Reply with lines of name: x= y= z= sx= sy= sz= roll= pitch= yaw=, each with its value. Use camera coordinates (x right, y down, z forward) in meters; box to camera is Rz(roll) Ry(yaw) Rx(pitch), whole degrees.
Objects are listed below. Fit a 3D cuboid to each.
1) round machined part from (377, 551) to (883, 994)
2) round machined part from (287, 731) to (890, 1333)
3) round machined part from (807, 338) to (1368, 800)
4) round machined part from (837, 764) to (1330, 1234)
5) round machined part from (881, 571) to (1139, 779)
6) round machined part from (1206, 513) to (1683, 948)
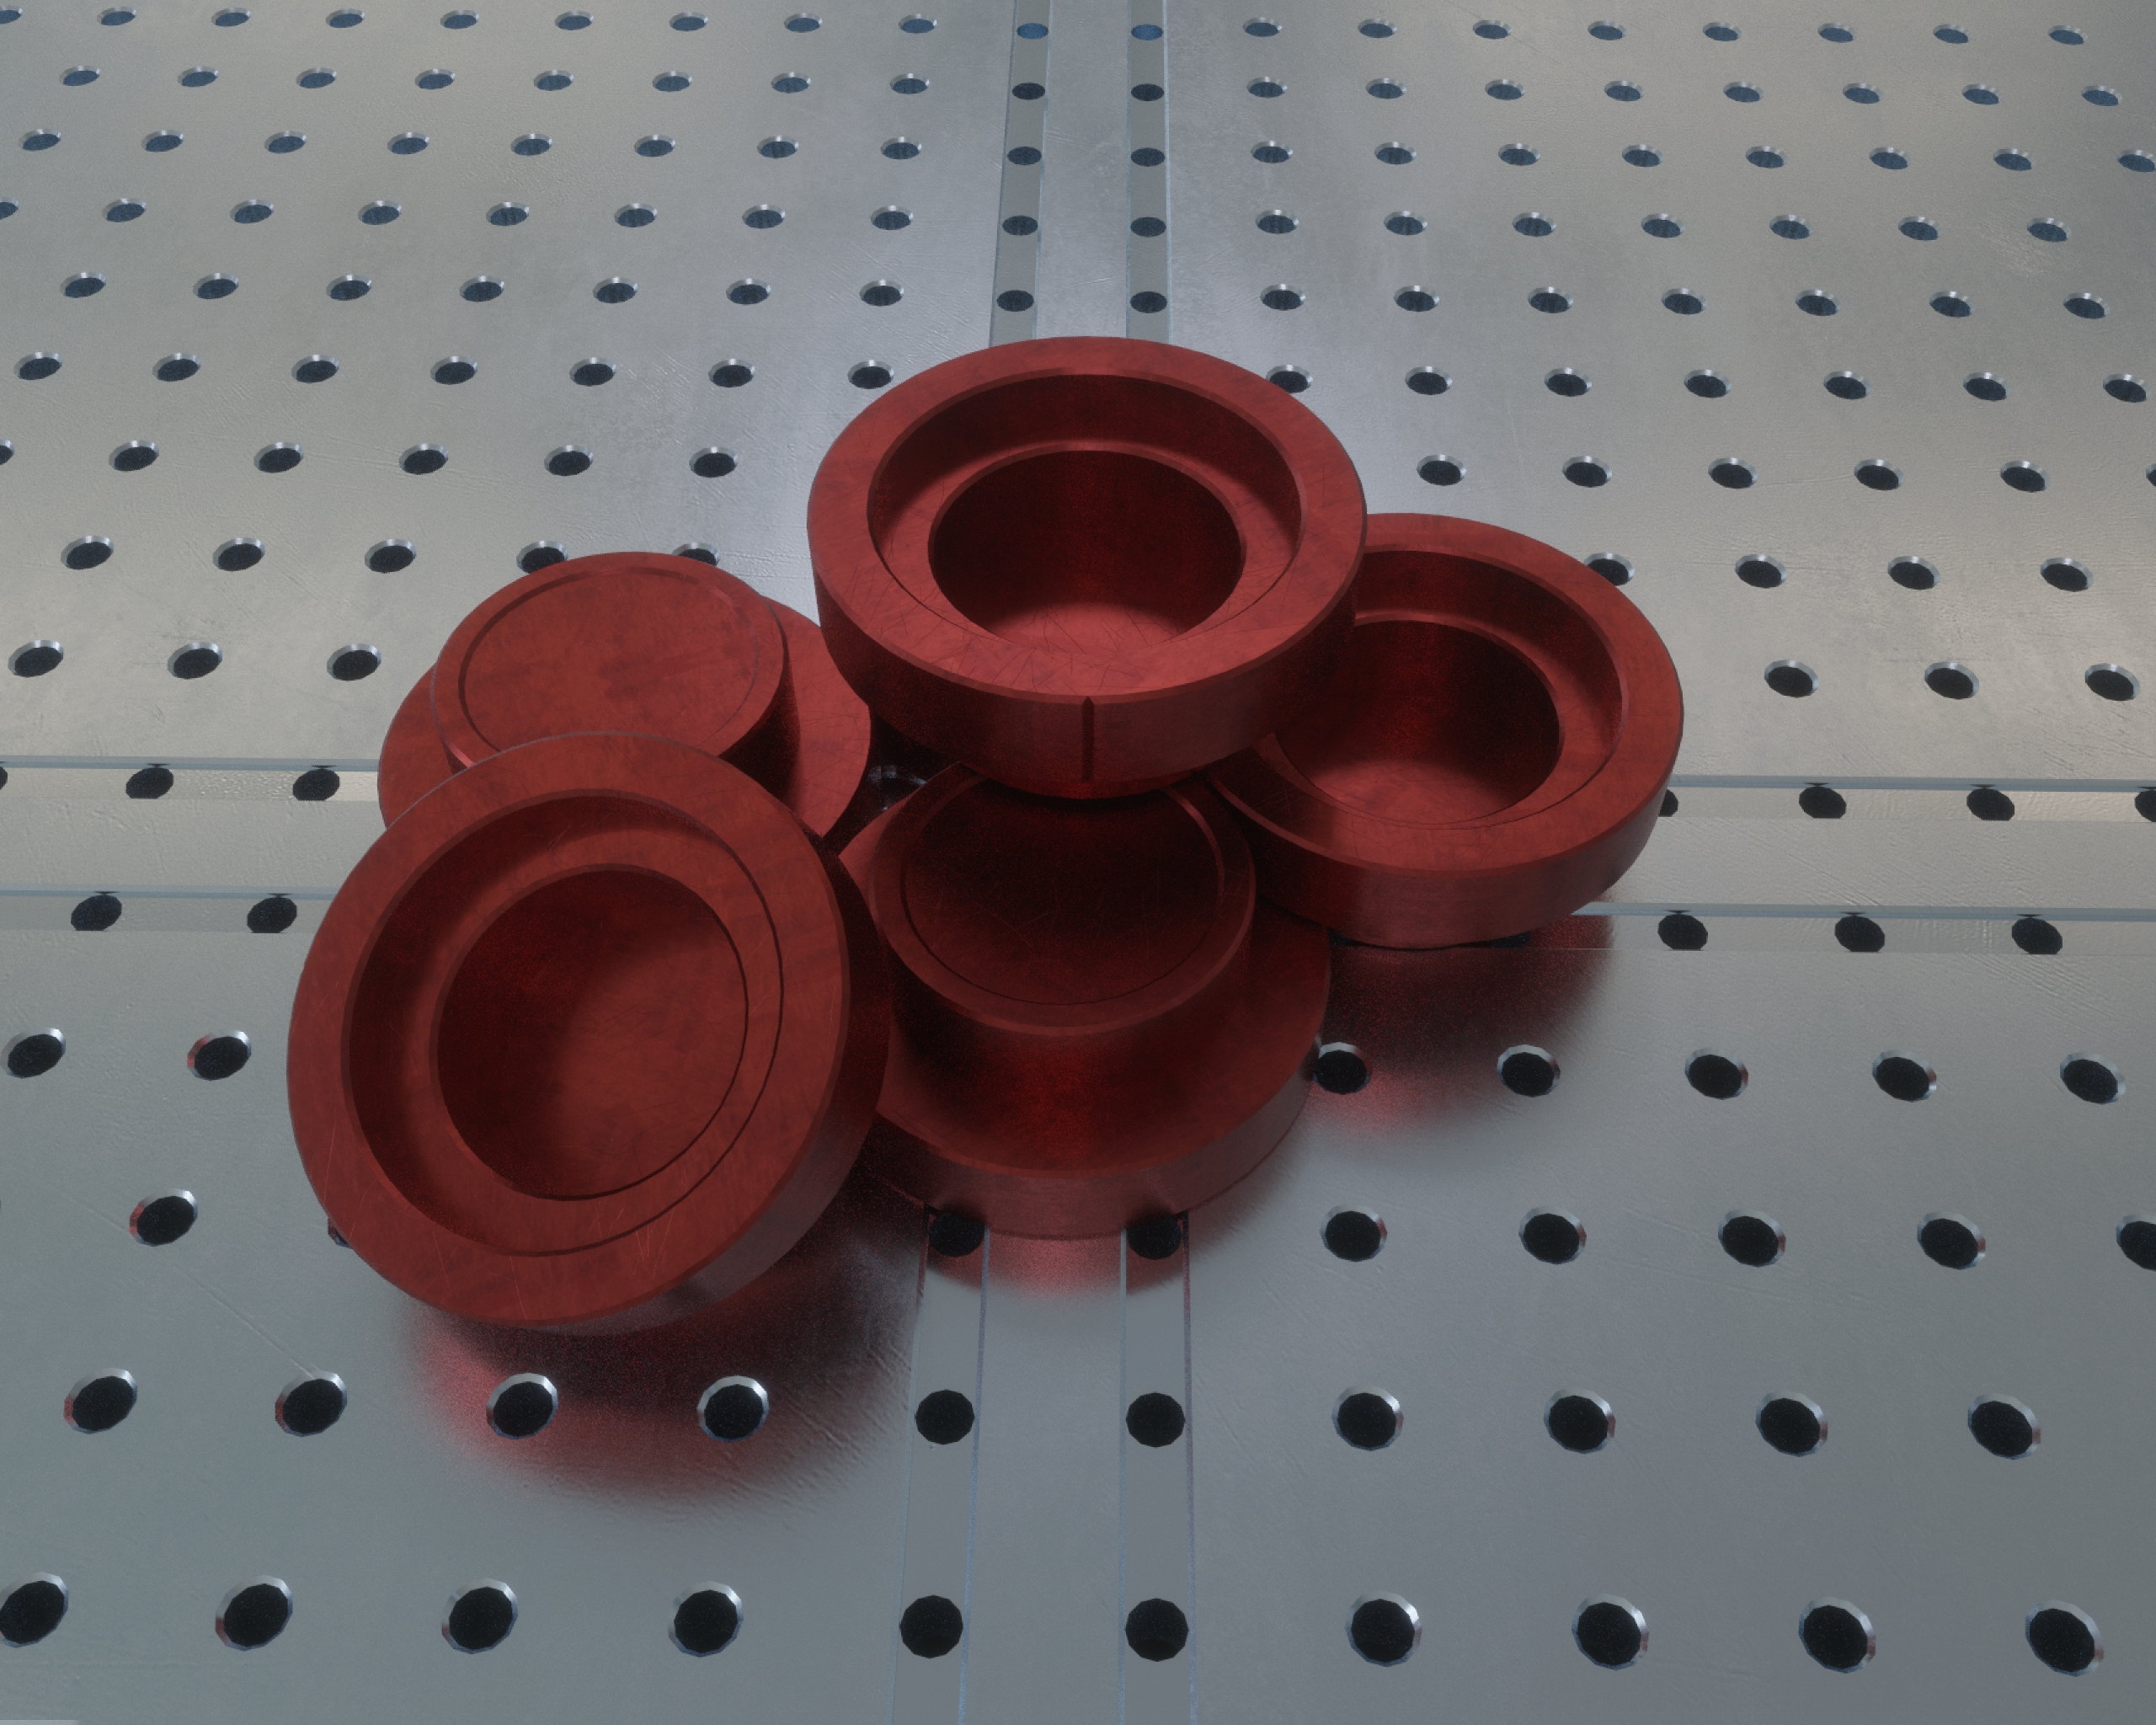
round machined part: x=-0.090 y=-0.024 z=0.417 sx=0.099 sy=0.042 sz=0.098 roll=0 pitch=50 yaw=0
round machined part: x=-0.078 y=0.030 z=0.354 sx=0.098 sy=0.042 sz=0.098 roll=-4 pitch=72 yaw=13
round machined part: x=0.002 y=-0.050 z=0.383 sx=0.099 sy=0.042 sz=0.098 roll=0 pitch=50 yaw=0
round machined part: x=-0.003 y=0.015 z=0.383 sx=0.099 sy=0.042 sz=0.098 roll=0 pitch=50 yaw=0
round machined part: x=-0.003 y=-0.060 z=0.447 sx=0.099 sy=0.042 sz=0.098 roll=0 pitch=50 yaw=0
round machined part: x=0.066 y=-0.022 z=0.415 sx=0.099 sy=0.042 sz=0.098 roll=0 pitch=50 yaw=0
